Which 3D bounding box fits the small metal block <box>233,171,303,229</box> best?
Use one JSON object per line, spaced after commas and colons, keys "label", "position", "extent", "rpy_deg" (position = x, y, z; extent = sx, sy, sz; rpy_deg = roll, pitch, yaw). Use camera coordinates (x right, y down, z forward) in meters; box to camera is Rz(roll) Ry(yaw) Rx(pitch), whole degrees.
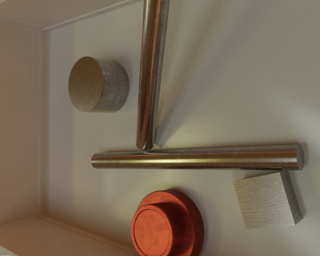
{"label": "small metal block", "position": [0.109, 0.073, 0.316], "extent": [0.050, 0.025, 0.050], "rpy_deg": [-21, 77, 37]}

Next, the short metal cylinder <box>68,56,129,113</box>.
{"label": "short metal cylinder", "position": [-0.092, -0.063, 0.464], "extent": [0.080, 0.050, 0.079], "rpy_deg": [0, 90, 39]}

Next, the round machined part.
{"label": "round machined part", "position": [0.002, 0.128, 0.387], "extent": [0.098, 0.042, 0.097], "rpy_deg": [-6, 81, 39]}

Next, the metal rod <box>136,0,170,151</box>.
{"label": "metal rod", "position": [-0.007, -0.089, 0.326], "extent": [0.025, 0.025, 0.298], "rpy_deg": [40, 141, 32]}

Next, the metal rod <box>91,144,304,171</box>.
{"label": "metal rod", "position": [0.018, 0.040, 0.389], "extent": [0.300, 0.025, 0.025], "rpy_deg": [-6, 86, 39]}
